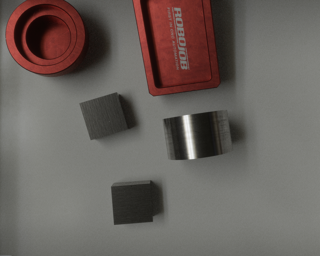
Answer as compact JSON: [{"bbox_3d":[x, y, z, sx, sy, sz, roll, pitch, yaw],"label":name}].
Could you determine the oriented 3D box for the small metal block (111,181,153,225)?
[{"bbox_3d":[-0.036,0.098,0.411,0.050,0.025,0.050,-4,90,-1],"label":"small metal block"}]

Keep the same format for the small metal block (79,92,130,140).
[{"bbox_3d":[-0.072,-0.015,0.410,0.050,0.025,0.050,-17,90,-1],"label":"small metal block"}]

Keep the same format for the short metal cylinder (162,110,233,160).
[{"bbox_3d":[0.046,0.008,0.385,0.081,0.080,0.050,-8,90,0],"label":"short metal cylinder"}]

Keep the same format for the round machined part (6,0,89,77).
[{"bbox_3d":[-0.141,-0.114,0.401,0.099,0.042,0.097,0,90,-1],"label":"round machined part"}]

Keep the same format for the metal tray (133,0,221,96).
[{"bbox_3d":[0.023,-0.110,0.384,0.090,0.030,0.129,-7,104,12],"label":"metal tray"}]
